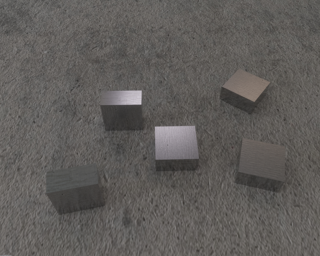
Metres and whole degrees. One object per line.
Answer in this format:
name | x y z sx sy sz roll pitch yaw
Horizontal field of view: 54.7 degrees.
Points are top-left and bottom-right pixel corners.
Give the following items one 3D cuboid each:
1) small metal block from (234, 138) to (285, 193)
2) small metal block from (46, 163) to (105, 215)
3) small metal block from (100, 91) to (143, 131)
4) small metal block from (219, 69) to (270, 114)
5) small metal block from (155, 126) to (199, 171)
small metal block | 0.119 0.043 0.367 0.050 0.025 0.050 12 51 9
small metal block | -0.089 0.066 0.331 0.050 0.050 0.025 -10 51 -8
small metal block | -0.048 -0.022 0.405 0.050 0.050 0.025 -1 50 -1
small metal block | 0.123 -0.054 0.449 0.050 0.025 0.050 31 56 23
small metal block | 0.019 0.025 0.382 0.050 0.025 0.050 -1 50 -1
